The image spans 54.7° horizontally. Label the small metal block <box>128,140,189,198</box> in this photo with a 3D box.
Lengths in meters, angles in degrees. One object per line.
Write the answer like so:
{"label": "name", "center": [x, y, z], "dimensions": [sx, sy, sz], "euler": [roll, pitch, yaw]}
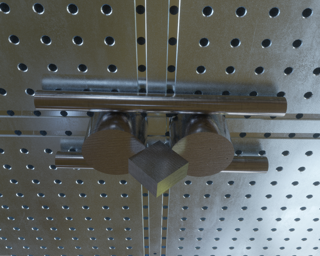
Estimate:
{"label": "small metal block", "center": [-0.002, 0.047, 0.370], "dimensions": [0.050, 0.050, 0.025], "euler": [-29, 140, -34]}

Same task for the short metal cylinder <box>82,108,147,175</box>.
{"label": "short metal cylinder", "center": [-0.057, 0.016, 0.404], "dimensions": [0.081, 0.050, 0.079], "euler": [0, 130, 0]}

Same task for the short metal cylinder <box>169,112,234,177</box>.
{"label": "short metal cylinder", "center": [0.053, 0.019, 0.408], "dimensions": [0.081, 0.050, 0.079], "euler": [0, 130, 0]}

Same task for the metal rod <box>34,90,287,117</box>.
{"label": "metal rod", "center": [0.002, -0.030, 0.381], "dimensions": [0.302, 0.025, 0.025], "euler": [1, 130, -2]}

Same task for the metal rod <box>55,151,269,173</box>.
{"label": "metal rod", "center": [0.004, 0.050, 0.450], "dimensions": [0.302, 0.025, 0.025], "euler": [2, 130, -2]}
